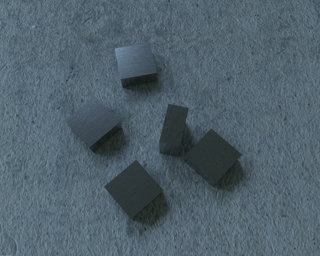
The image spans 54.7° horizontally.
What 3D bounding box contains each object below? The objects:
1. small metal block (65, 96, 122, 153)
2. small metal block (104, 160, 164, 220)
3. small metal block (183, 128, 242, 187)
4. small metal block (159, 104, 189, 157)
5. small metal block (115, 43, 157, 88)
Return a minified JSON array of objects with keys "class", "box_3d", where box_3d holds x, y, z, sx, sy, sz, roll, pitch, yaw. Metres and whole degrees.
[{"class":"small metal block","box_3d":[-0.087,-0.005,0.409,0.050,0.025,0.050,-42,75,-14]},{"class":"small metal block","box_3d":[-0.031,0.076,0.380,0.050,0.025,0.050,-40,75,-13]},{"class":"small metal block","box_3d":[0.066,0.038,0.395,0.050,0.025,0.050,42,75,13]},{"class":"small metal block","box_3d":[0.017,0.004,0.393,0.025,0.050,0.050,12,71,4]},{"class":"small metal block","box_3d":[-0.034,-0.089,0.440,0.050,0.025,0.050,-11,70,-4]}]
